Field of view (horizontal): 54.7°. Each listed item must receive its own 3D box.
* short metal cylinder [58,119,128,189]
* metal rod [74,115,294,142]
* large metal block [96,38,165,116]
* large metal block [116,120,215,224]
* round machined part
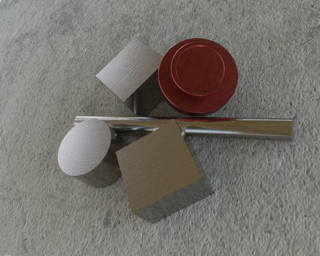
[{"bbox_3d":[-0.086,0.034,0.412,0.080,0.050,0.080,-13,56,20],"label":"short metal cylinder"},{"bbox_3d":[0.010,-0.003,0.402,0.300,0.025,0.025,2,63,28],"label":"metal rod"},{"bbox_3d":[-0.031,-0.071,0.445,0.080,0.050,0.080,-45,51,-3],"label":"large metal block"},{"bbox_3d":[0.005,0.051,0.355,0.080,0.050,0.080,-29,52,9],"label":"large metal block"},{"bbox_3d":[0.047,-0.066,0.379,0.099,0.042,0.098,0,79,0],"label":"round machined part"}]
